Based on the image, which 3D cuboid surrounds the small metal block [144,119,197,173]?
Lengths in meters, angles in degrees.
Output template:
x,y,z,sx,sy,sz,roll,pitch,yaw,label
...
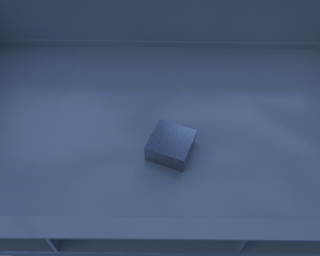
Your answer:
x,y,z,sx,sy,sz,roll,pitch,yaw,label
0.014,0.021,0.387,0.050,0.025,0.050,17,52,13,small metal block
